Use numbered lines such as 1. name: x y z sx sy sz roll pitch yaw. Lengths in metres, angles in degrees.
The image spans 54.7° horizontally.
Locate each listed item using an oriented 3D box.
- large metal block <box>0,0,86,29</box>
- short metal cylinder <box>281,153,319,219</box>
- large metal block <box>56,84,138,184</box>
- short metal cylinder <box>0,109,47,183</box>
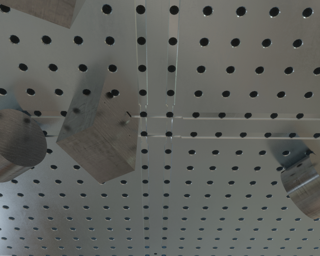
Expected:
1. large metal block: -0.102 -0.136 0.259 0.081 0.080 0.050 17 128 -14
2. short metal cylinder: 0.223 0.084 0.449 0.080 0.080 0.050 31 123 -24
3. large metal block: -0.071 0.007 0.381 0.050 0.080 0.080 -23 126 18
4. short metal cylinder: -0.193 0.022 0.393 0.050 0.080 0.080 -29 125 22
